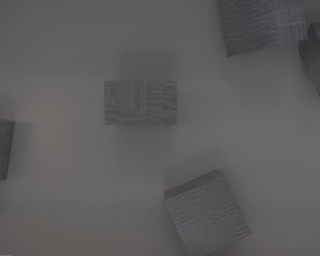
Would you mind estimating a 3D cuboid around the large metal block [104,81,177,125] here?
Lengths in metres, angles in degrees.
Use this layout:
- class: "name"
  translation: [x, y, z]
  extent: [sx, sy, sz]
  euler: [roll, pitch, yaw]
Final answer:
- class: "large metal block"
  translation: [-0.022, -0.028, 0.384]
  extent: [0.081, 0.080, 0.050]
  euler: [0, 90, 0]

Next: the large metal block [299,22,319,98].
- class: "large metal block"
  translation: [0.232, -0.088, 0.383]
  extent: [0.080, 0.050, 0.080]
  euler: [-7, 60, 1]

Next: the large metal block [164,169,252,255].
- class: "large metal block"
  translation: [0.058, 0.108, 0.399]
  extent: [0.080, 0.050, 0.080]
  euler: [-24, 90, 0]

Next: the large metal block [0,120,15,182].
- class: "large metal block"
  translation: [-0.244, 0.025, 0.397]
  extent: [0.080, 0.050, 0.080]
  euler: [8, 90, 0]

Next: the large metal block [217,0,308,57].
- class: "large metal block"
  translation: [0.120, -0.135, 0.372]
  extent: [0.050, 0.080, 0.080]
  euler: [-18, 101, -31]
